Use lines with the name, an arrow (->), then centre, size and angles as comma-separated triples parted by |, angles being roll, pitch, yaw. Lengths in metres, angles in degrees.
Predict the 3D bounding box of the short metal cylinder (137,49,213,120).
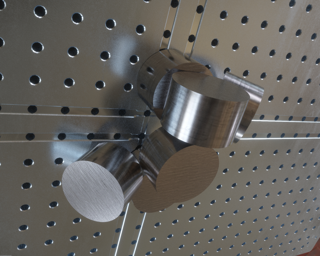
short metal cylinder -> 0.019, -0.049, 0.374 | 0.081, 0.050, 0.079 | -14, 125, -21

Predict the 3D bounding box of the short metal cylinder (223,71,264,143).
short metal cylinder -> 0.091, -0.027, 0.400 | 0.050, 0.080, 0.079 | 26, 109, 5

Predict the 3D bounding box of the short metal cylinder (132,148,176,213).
short metal cylinder -> -0.010, 0.071, 0.432 | 0.081, 0.050, 0.079 | -14, 125, -21

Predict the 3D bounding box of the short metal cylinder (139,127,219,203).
short metal cylinder -> 0.022, 0.041, 0.366 | 0.081, 0.050, 0.079 | -14, 124, -21

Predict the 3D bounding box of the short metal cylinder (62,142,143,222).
short metal cylinder -> -0.068, 0.064, 0.371 | 0.050, 0.080, 0.079 | -46, 152, -60

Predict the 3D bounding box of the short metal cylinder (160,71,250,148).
short metal cylinder -> 0.045, -0.021, 0.321 | 0.081, 0.080, 0.050 | 0, 118, -29
